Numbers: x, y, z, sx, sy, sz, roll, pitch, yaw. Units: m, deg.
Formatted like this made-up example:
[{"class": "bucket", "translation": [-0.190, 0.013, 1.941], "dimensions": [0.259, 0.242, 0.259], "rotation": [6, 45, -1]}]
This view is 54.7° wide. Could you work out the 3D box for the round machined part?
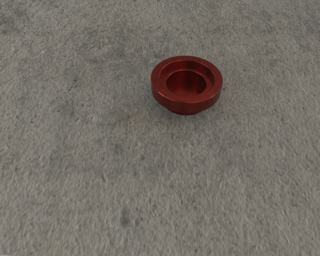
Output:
[{"class": "round machined part", "translation": [0.037, -0.056, 0.440], "dimensions": [0.099, 0.042, 0.098], "rotation": [0, 50, 0]}]
